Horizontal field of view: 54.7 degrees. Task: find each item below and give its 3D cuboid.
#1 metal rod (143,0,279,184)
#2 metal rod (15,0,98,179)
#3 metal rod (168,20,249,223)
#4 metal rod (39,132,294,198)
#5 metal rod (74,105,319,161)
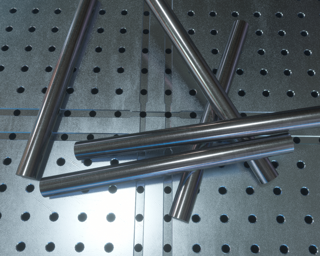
[{"bbox_3d":[0.059,-0.063,0.400,0.025,0.025,0.299,-31,85,-11],"label":"metal rod"},{"bbox_3d":[-0.138,-0.076,0.437,0.025,0.025,0.299,11,70,3],"label":"metal rod"},{"bbox_3d":[0.072,-0.023,0.420,0.025,0.025,0.300,19,71,6],"label":"metal rod"},{"bbox_3d":[0.004,0.045,0.373,0.302,0.025,0.025,-11,70,4],"label":"metal rod"},{"bbox_3d":[0.041,0.008,0.376,0.301,0.025,0.025,-8,70,9],"label":"metal rod"}]
